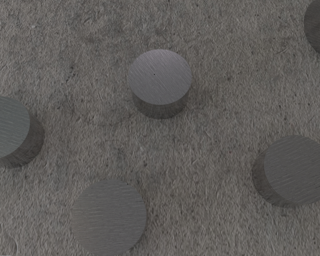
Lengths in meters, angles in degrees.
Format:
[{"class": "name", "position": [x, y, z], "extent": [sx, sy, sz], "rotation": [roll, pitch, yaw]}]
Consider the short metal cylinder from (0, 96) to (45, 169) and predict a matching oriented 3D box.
[{"class": "short metal cylinder", "position": [-0.195, 0.007, 0.391], "extent": [0.081, 0.050, 0.080], "rotation": [0, 70, 0]}]

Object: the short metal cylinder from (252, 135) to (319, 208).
[{"class": "short metal cylinder", "position": [0.159, 0.054, 0.376], "extent": [0.081, 0.050, 0.080], "rotation": [0, 70, 0]}]

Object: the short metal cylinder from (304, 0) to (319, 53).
[{"class": "short metal cylinder", "position": [0.251, -0.149, 0.435], "extent": [0.050, 0.080, 0.080], "rotation": [-23, 72, -8]}]

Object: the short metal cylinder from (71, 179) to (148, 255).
[{"class": "short metal cylinder", "position": [-0.055, 0.103, 0.357], "extent": [0.081, 0.050, 0.080], "rotation": [0, 70, 0]}]

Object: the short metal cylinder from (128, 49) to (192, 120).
[{"class": "short metal cylinder", "position": [0.000, -0.057, 0.416], "extent": [0.081, 0.050, 0.080], "rotation": [0, 70, 0]}]
